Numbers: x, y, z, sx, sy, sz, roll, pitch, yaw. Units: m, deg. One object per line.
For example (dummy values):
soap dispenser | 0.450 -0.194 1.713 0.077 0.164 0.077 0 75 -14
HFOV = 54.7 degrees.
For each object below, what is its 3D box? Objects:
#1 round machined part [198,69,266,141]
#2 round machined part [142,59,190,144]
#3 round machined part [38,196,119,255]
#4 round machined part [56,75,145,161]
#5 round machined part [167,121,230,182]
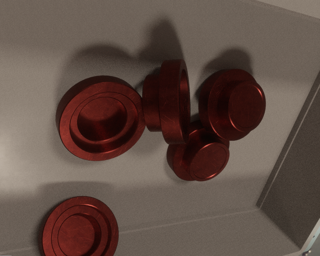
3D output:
round machined part | 0.103 -0.030 0.417 0.099 0.042 0.097 -5 100 -31
round machined part | 0.008 -0.029 0.361 0.042 0.098 0.097 -1 126 13
round machined part | -0.108 0.141 0.405 0.099 0.098 0.042 6 157 -32
round machined part | -0.068 -0.014 0.353 0.099 0.042 0.097 -14 125 -21
round machined part | 0.063 0.040 0.459 0.099 0.042 0.097 -14 125 -21
